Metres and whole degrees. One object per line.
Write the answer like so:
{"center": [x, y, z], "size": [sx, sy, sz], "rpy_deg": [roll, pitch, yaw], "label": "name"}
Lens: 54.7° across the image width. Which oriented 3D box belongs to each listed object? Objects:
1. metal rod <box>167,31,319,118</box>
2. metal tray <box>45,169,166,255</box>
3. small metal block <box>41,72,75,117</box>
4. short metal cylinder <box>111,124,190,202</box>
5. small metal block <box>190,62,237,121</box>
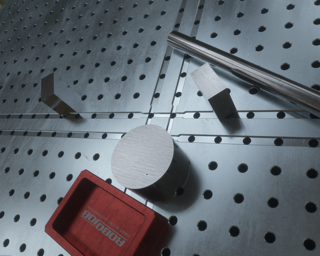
{"center": [0.115, -0.068, 0.389], "size": [0.025, 0.025, 0.300], "rpy_deg": [-48, 51, -6], "label": "metal rod"}
{"center": [-0.068, 0.115, 0.370], "size": [0.130, 0.030, 0.090], "rpy_deg": [22, 73, 36], "label": "metal tray"}
{"center": [-0.170, -0.055, 0.516], "size": [0.025, 0.050, 0.050], "rpy_deg": [-25, 53, 13], "label": "small metal block"}
{"center": [-0.011, 0.042, 0.372], "size": [0.080, 0.050, 0.080], "rpy_deg": [-13, 56, 21], "label": "short metal cylinder"}
{"center": [0.067, -0.045, 0.385], "size": [0.025, 0.050, 0.050], "rpy_deg": [-32, 52, 8], "label": "small metal block"}
